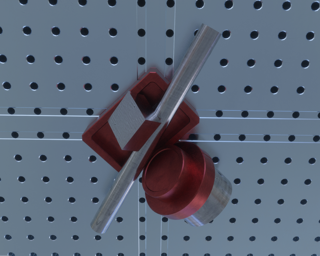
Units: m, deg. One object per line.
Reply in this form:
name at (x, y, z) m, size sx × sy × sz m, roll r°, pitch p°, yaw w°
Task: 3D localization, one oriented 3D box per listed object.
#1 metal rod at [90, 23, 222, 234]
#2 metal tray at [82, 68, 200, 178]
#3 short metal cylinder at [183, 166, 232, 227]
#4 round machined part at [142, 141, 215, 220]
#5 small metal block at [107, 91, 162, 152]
metal rod at (-0.014, 0.014, 0.386) m, size 0.025 × 0.025 × 0.298 m, roll 27°, pitch 108°, yaw -10°
metal tray at (-0.025, -0.003, 0.408) m, size 0.130 × 0.030 × 0.090 m, roll -41°, pitch 106°, yaw 13°
short metal cylinder at (0.048, 0.083, 0.414) m, size 0.080 × 0.080 × 0.050 m, roll -41°, pitch 105°, yaw 13°
round machined part at (0.016, 0.060, 0.386) m, size 0.098 × 0.098 × 0.042 m, roll -44°, pitch 127°, yaw 14°
small metal block at (-0.032, -0.008, 0.373) m, size 0.025 × 0.050 × 0.050 m, roll 11°, pitch 127°, yaw -45°
